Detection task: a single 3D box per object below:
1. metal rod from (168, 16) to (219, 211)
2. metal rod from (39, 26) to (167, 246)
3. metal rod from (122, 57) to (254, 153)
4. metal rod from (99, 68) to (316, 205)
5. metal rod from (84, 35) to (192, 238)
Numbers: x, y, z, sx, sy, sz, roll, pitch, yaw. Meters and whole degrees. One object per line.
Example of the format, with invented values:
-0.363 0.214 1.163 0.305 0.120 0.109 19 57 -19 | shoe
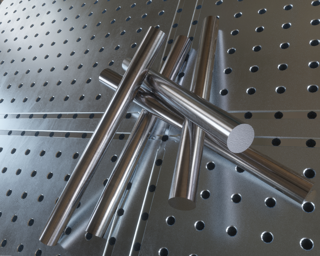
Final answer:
0.048 -0.045 0.369 0.025 0.025 0.300 -7 46 24 | metal rod
-0.072 0.011 0.392 0.025 0.025 0.299 29 91 37 | metal rod
0.007 -0.047 0.368 0.025 0.025 0.300 -43 31 -2 | metal rod
0.032 -0.006 0.371 0.300 0.025 0.025 32 79 30 | metal rod
-0.021 -0.002 0.419 0.025 0.025 0.300 11 67 32 | metal rod
